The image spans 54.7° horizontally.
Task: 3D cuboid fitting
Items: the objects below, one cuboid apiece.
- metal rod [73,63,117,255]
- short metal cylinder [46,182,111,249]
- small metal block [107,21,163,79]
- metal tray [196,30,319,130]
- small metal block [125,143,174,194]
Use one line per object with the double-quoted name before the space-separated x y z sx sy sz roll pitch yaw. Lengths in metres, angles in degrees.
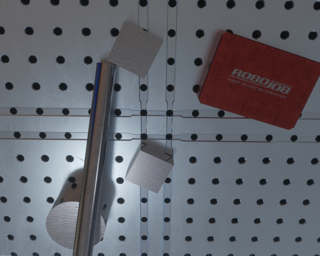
"metal rod" -0.087 0.068 0.395 0.025 0.025 0.298 8 94 -3
"short metal cylinder" -0.115 0.126 0.445 0.081 0.050 0.079 0 110 0
"small metal block" -0.030 -0.095 0.378 0.050 0.025 0.050 26 108 -9
"metal tray" 0.122 -0.059 0.390 0.131 0.030 0.089 16 109 -6
"small metal block" -0.015 0.057 0.434 0.050 0.025 0.050 25 108 -9
